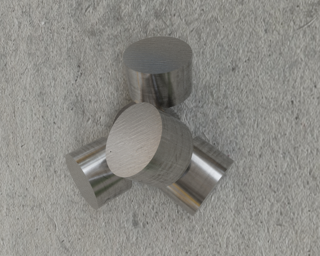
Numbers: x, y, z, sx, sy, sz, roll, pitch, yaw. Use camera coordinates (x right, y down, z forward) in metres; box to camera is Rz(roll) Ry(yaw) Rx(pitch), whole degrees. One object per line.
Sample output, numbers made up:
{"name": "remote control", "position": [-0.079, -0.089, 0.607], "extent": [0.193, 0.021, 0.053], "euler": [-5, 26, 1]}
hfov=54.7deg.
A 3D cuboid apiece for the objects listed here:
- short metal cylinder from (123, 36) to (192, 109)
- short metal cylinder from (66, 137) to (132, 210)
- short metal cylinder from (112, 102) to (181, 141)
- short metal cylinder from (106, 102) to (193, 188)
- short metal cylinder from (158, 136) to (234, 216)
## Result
{"name": "short metal cylinder", "position": [-0.001, -0.068, 0.375], "extent": [0.080, 0.080, 0.050], "euler": [15, 138, 19]}
{"name": "short metal cylinder", "position": [-0.080, 0.058, 0.403], "extent": [0.080, 0.050, 0.079], "euler": [38, 144, 36]}
{"name": "short metal cylinder", "position": [-0.015, 0.006, 0.402], "extent": [0.080, 0.050, 0.080], "euler": [0, 89, 19]}
{"name": "short metal cylinder", "position": [-0.012, 0.019, 0.330], "extent": [0.080, 0.050, 0.080], "euler": [-21, 56, 36]}
{"name": "short metal cylinder", "position": [0.043, 0.056, 0.366], "extent": [0.050, 0.080, 0.080], "euler": [36, 102, 16]}
